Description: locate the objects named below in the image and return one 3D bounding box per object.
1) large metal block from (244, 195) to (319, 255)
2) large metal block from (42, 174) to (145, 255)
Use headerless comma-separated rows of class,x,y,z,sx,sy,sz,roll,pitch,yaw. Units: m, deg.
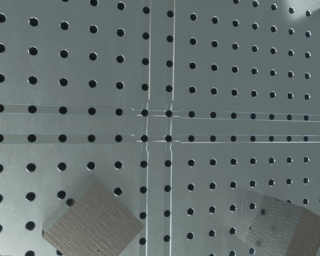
large metal block,0.181,0.152,0.450,0.050,0.080,0.080,30,80,-18
large metal block,-0.080,0.115,0.370,0.080,0.050,0.080,-46,104,-14
